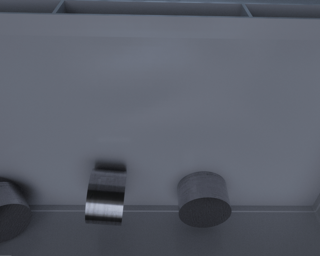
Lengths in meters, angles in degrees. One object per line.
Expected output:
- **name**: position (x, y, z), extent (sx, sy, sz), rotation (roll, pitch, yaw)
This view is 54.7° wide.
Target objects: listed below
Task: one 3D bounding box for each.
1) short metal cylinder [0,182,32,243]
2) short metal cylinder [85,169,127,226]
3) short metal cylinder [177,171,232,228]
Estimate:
- **short metal cylinder**: position (-0.246, 0.130, 0.476), extent (0.081, 0.050, 0.079), rotation (-24, 136, -26)
- **short metal cylinder**: position (-0.078, 0.102, 0.459), extent (0.050, 0.080, 0.079), rotation (6, 130, -5)
- **short metal cylinder**: position (0.069, 0.114, 0.491), extent (0.081, 0.050, 0.079), rotation (0, 130, 0)
